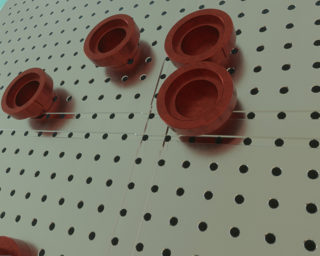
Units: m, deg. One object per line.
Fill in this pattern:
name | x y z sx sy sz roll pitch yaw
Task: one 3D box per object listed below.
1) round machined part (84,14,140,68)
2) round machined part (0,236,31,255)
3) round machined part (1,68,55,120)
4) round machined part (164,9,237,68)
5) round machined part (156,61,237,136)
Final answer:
round machined part | -0.076 -0.142 0.526 0.098 0.042 0.098 -13 56 21
round machined part | -0.219 0.189 0.398 0.098 0.042 0.098 -13 56 21
round machined part | -0.229 -0.056 0.554 0.098 0.042 0.098 -13 56 21
round machined part | 0.059 -0.117 0.439 0.098 0.042 0.098 -13 56 21
round machined part | 0.048 -0.033 0.392 0.098 0.042 0.098 -13 57 21
